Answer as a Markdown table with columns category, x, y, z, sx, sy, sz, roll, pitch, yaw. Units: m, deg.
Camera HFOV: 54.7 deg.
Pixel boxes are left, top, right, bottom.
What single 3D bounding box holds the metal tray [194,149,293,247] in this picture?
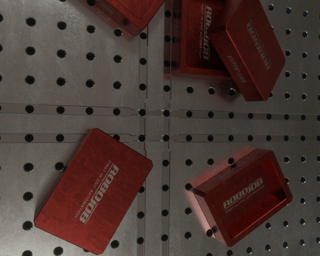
| category | x | y | z | sx | sy | sz | roll | pitch | yaw |
| --- | --- | --- | --- | --- | --- | --- | --- | --- | --- |
| metal tray | 0.126 | 0.100 | 0.458 | 0.131 | 0.030 | 0.090 | -29 | 100 | -18 |

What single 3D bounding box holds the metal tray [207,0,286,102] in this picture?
| category | x | y | z | sx | sy | sz | roll | pitch | yaw |
| --- | --- | --- | --- | --- | --- | --- | --- | --- | --- |
| metal tray | 0.124 | -0.111 | 0.427 | 0.130 | 0.030 | 0.090 | 50 | 60 | -31 |

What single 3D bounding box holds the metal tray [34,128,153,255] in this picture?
| category | x | y | z | sx | sy | sz | roll | pitch | yaw |
| --- | --- | --- | --- | --- | --- | --- | --- | --- | --- |
| metal tray | -0.079 | 0.076 | 0.381 | 0.090 | 0.030 | 0.130 | 34 | 79 | -17 |

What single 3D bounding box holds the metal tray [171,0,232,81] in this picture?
| category | x | y | z | sx | sy | sz | roll | pitch | yaw |
| --- | --- | --- | --- | --- | --- | --- | --- | --- | --- |
| metal tray | 0.065 | -0.135 | 0.434 | 0.091 | 0.030 | 0.129 | 3 | 89 | -21 |

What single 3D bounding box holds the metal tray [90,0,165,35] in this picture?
| category | x | y | z | sx | sy | sz | roll | pitch | yaw |
| --- | --- | --- | --- | --- | --- | --- | --- | --- | --- |
| metal tray | -0.053 | -0.194 | 0.390 | 0.130 | 0.030 | 0.090 | 36 | 78 | -17 |
